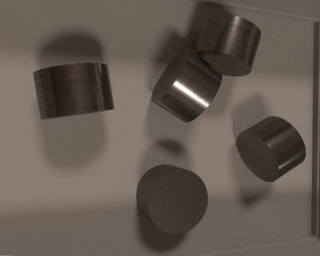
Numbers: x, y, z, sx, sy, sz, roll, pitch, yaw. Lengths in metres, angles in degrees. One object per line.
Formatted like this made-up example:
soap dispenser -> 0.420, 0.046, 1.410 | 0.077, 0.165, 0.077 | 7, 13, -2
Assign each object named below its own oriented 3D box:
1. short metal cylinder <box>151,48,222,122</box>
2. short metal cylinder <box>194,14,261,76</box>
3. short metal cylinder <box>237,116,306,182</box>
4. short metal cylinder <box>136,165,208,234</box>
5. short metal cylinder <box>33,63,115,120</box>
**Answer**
short metal cylinder -> 0.033, -0.054, 0.394 | 0.050, 0.080, 0.080 | 33, 79, -18
short metal cylinder -> 0.089, -0.108, 0.415 | 0.081, 0.080, 0.050 | 20, 84, -19
short metal cylinder -> 0.156, 0.030, 0.441 | 0.050, 0.080, 0.080 | -28, 100, -18
short metal cylinder -> 0.015, 0.090, 0.404 | 0.081, 0.050, 0.079 | 0, 90, -20
short metal cylinder -> -0.095, -0.040, 0.347 | 0.081, 0.080, 0.050 | -10, 94, -20
